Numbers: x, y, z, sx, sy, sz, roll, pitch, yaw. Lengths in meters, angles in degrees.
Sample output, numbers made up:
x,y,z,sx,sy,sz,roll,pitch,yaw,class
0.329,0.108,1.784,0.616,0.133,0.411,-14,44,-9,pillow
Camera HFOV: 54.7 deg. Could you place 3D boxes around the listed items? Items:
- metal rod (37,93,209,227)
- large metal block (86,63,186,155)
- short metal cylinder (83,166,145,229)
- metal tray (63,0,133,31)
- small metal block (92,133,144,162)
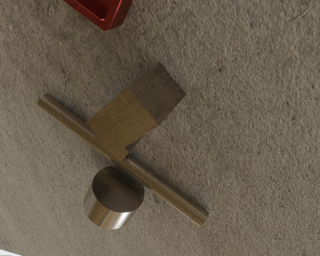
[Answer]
x,y,z,sx,sy,sz,roll,pitch,yaw,class
-0.057,0.046,0.462,0.301,0.025,0.025,36,129,3,metal rod
-0.027,-0.024,0.369,0.080,0.080,0.050,-33,100,38,large metal block
-0.070,0.105,0.471,0.080,0.080,0.050,35,129,5,short metal cylinder
-0.085,-0.180,0.334,0.130,0.030,0.089,37,129,3,metal tray
-0.054,0.010,0.424,0.050,0.050,0.025,41,129,-1,small metal block
